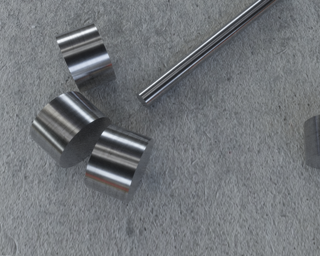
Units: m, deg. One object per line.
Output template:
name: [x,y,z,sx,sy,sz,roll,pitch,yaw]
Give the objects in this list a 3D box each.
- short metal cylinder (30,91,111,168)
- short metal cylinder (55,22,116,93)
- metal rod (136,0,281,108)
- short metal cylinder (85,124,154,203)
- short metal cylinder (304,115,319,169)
short metal cylinder: [-0.107,0.002,0.377,0.050,0.080,0.080,40,75,13]
short metal cylinder: [-0.097,-0.093,0.412,0.050,0.080,0.080,-23,72,-8]
metal rod: [0.088,-0.131,0.456,0.301,0.025,0.025,-40,75,-14]
short metal cylinder: [-0.046,0.041,0.364,0.050,0.080,0.080,20,71,7]
short metal cylinder: [0.219,0.018,0.374,0.080,0.080,0.050,6,70,2]
